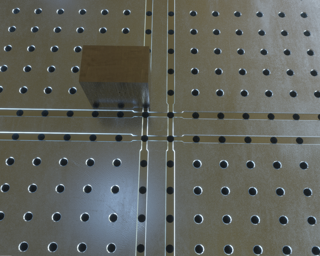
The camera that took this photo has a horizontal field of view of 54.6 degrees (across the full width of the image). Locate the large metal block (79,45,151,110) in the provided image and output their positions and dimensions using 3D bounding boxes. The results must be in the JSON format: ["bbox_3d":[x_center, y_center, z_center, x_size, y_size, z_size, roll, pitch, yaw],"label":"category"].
[{"bbox_3d":[-0.053,-0.063,0.405,0.080,0.080,0.050,1,70,0],"label":"large metal block"}]
